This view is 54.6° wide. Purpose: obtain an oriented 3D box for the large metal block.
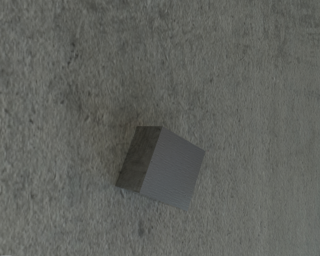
[{"bbox_3d":[0.003,0.050,0.390,0.080,0.050,0.080,30,71,-36],"label":"large metal block"}]
